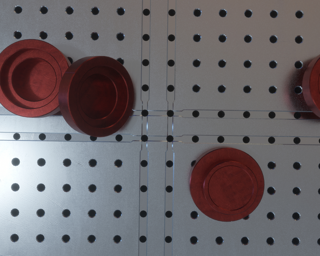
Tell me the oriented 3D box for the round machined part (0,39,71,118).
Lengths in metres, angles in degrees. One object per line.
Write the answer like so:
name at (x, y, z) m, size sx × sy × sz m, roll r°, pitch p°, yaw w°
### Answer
round machined part at (-0.160, -0.062, 0.404) m, size 0.099 × 0.042 × 0.097 m, roll 0°, pitch 90°, yaw 0°

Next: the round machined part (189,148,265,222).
round machined part at (0.088, 0.075, 0.405) m, size 0.099 × 0.042 × 0.097 m, roll 0°, pitch 90°, yaw 0°

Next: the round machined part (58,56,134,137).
round machined part at (-0.083, -0.040, 0.387) m, size 0.042 × 0.099 × 0.098 m, roll 10°, pitch 90°, yaw 42°

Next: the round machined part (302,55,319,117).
round machined part at (0.235, -0.055, 0.406) m, size 0.099 × 0.042 × 0.097 m, roll 0°, pitch 90°, yaw 0°
